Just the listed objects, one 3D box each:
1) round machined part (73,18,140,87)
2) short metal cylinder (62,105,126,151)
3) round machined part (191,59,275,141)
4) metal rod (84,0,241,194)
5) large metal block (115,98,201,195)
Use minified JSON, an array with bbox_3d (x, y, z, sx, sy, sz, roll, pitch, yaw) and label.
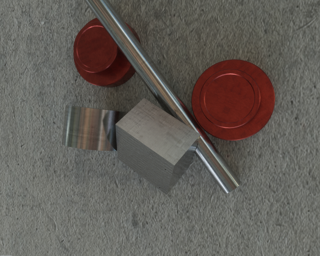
[{"bbox_3d":[-0.079,-0.107,0.428,0.098,0.042,0.097,0,90,20],"label":"round machined part"},{"bbox_3d":[-0.086,-0.001,0.410,0.080,0.080,0.050,7,93,20],"label":"short metal cylinder"},{"bbox_3d":[0.085,-0.033,0.370,0.098,0.042,0.097,0,90,19],"label":"round machined part"},{"bbox_3d":[0.001,-0.049,0.383,0.025,0.025,0.299,-36,88,16],"label":"metal rod"},{"bbox_3d":[-0.005,0.024,0.375,0.080,0.080,0.050,34,59,16],"label":"large metal block"}]
